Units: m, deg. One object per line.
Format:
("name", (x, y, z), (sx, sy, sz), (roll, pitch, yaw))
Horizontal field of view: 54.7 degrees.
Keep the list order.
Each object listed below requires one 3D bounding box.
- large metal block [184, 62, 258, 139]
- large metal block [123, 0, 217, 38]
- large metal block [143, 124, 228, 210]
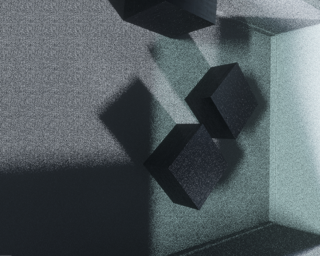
("large metal block", (0.095, -0.040, 0.470), (0.080, 0.050, 0.080), (-51, 120, -28))
("large metal block", (0.013, -0.154, 0.381), (0.081, 0.080, 0.050), (7, 86, -40))
("large metal block", (0.037, 0.050, 0.422), (0.080, 0.050, 0.080), (-50, 119, -28))
